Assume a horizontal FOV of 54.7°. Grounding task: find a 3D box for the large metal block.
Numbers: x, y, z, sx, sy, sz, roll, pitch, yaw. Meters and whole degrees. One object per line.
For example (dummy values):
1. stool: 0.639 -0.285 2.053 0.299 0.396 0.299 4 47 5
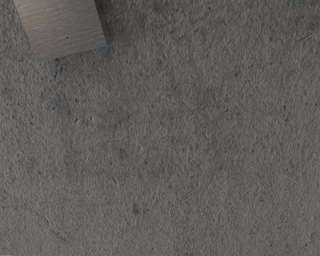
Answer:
1. large metal block: -0.106 -0.126 0.349 0.080 0.050 0.080 -13 110 4
